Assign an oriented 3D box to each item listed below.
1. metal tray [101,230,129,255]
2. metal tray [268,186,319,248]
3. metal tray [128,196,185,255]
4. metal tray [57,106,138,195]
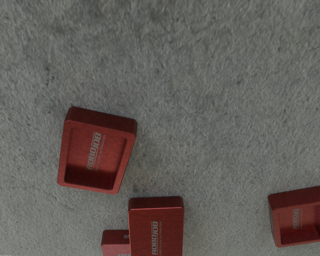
[{"bbox_3d":[-0.043,0.236,0.604,0.131,0.030,0.089,0,130,0],"label":"metal tray"},{"bbox_3d":[0.242,0.159,0.543,0.090,0.030,0.129,-13,129,10],"label":"metal tray"},{"bbox_3d":[-0.006,0.179,0.533,0.091,0.030,0.129,-2,116,-3],"label":"metal tray"},{"bbox_3d":[-0.090,0.037,0.433,0.091,0.030,0.129,12,129,-11],"label":"metal tray"}]
